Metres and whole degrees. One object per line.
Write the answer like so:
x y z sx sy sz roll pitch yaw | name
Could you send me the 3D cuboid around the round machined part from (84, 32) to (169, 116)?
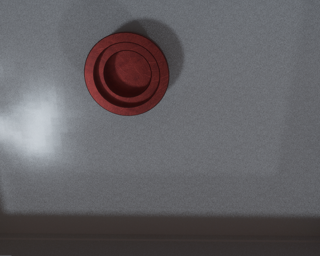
-0.038 -0.067 0.377 0.099 0.042 0.097 0 110 0 | round machined part
